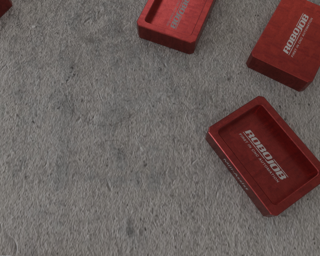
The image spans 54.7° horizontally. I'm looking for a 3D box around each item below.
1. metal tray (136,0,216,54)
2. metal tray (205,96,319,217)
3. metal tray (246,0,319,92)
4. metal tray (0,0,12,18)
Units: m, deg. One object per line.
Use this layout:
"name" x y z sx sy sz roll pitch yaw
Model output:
"metal tray" 0.031 -0.184 0.472 0.090 0.030 0.130 21 71 7
"metal tray" 0.132 0.034 0.393 0.090 0.030 0.130 -32 73 -11
"metal tray" 0.196 -0.128 0.453 0.090 0.030 0.130 29 72 10
"metal tray" -0.310 -0.199 0.476 0.130 0.030 0.090 31 73 10
